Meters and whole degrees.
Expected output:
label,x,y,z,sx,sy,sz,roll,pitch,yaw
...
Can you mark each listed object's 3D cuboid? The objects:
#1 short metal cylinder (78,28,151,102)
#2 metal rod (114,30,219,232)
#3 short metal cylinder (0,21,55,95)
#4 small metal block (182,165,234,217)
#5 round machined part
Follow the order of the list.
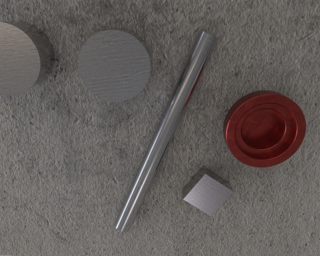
label,x,y,z,sx,sy,sz,roll,pitch,yaw
short metal cylinder,-0.051,-0.076,0.368,0.081,0.050,0.079,0,110,0
metal rod,0.001,0.017,0.416,0.025,0.025,0.298,21,109,-8
short metal cylinder,-0.172,-0.083,0.364,0.081,0.050,0.079,0,110,0
small metal block,0.068,0.090,0.444,0.050,0.025,0.050,34,107,-12
round machined part,0.131,-0.002,0.401,0.099,0.042,0.097,0,110,0
